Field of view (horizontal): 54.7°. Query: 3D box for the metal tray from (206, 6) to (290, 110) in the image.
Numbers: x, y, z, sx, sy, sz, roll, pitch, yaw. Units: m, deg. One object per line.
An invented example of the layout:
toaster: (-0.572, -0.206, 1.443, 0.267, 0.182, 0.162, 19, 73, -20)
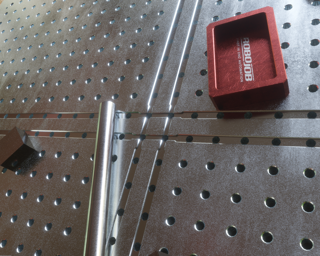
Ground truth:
metal tray: (0.110, -0.092, 0.403, 0.090, 0.030, 0.130, -10, 57, 22)

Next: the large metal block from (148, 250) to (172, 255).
large metal block: (-0.010, 0.176, 0.289, 0.080, 0.050, 0.080, -34, 52, 5)

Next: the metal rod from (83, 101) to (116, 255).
metal rod: (-0.077, 0.094, 0.388, 0.025, 0.025, 0.299, -14, 56, 20)

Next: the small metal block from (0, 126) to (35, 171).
small metal block: (-0.241, 0.034, 0.511, 0.050, 0.025, 0.050, -44, 51, -2)
